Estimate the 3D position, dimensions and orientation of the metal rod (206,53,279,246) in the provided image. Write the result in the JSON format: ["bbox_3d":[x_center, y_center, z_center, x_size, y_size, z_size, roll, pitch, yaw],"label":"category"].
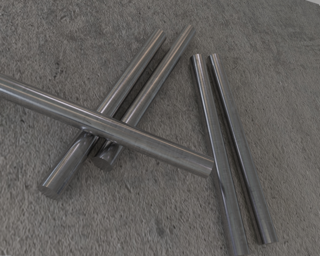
[{"bbox_3d":[0.114,0.014,0.456,0.025,0.025,0.299,5,60,-26],"label":"metal rod"}]

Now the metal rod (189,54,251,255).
[{"bbox_3d":[0.077,0.019,0.433,0.025,0.025,0.299,7,59,-25],"label":"metal rod"}]

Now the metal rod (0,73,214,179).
[{"bbox_3d":[-0.085,-0.011,0.334,0.301,0.025,0.025,22,53,-4],"label":"metal rod"}]

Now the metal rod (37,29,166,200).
[{"bbox_3d":[-0.056,-0.041,0.398,0.025,0.025,0.301,33,51,-7],"label":"metal rod"}]

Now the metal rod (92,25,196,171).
[{"bbox_3d":[-0.007,-0.063,0.437,0.025,0.025,0.301,34,51,-6],"label":"metal rod"}]
